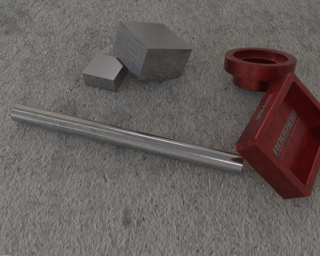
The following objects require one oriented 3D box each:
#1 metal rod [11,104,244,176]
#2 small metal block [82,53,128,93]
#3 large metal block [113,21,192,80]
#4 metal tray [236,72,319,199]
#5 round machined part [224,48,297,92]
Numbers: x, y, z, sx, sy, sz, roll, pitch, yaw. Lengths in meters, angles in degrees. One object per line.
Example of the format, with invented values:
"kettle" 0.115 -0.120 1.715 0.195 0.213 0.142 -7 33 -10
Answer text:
"metal rod" -0.048 0.012 0.392 0.301 0.025 0.025 13 51 10
"small metal block" -0.082 -0.085 0.474 0.050 0.025 0.050 15 52 12
"large metal block" -0.013 -0.118 0.470 0.081 0.050 0.080 -10 47 -37
"metal tray" 0.152 0.006 0.365 0.090 0.030 0.130 45 56 -10
"round machined part" 0.143 -0.084 0.450 0.099 0.042 0.098 1 28 0
